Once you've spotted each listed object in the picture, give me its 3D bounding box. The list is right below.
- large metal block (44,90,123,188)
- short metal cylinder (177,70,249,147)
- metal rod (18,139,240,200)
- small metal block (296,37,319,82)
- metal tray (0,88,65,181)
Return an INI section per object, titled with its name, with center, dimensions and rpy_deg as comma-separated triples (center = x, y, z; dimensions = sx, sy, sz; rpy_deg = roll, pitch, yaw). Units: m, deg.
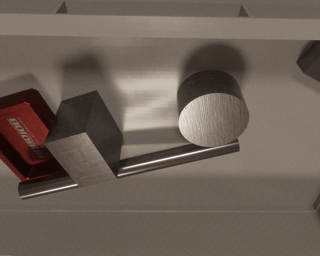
[large metal block]
center = -0.089, 0.013, 0.383
dimensions = 0.050, 0.080, 0.080
rpy_deg = -15, 129, 12
[short metal cylinder]
center = 0.062, -0.023, 0.374
dimensions = 0.081, 0.050, 0.079
rpy_deg = 0, 130, 0
[metal rod]
center = -0.041, 0.053, 0.427
dimensions = 0.302, 0.025, 0.025
rpy_deg = -13, 130, -1
[small metal block]
center = 0.194, -0.077, 0.347
dimensions = 0.050, 0.025, 0.050
rpy_deg = 22, 127, -18
[metal tray]
center = -0.176, 0.016, 0.416
dimensions = 0.090, 0.030, 0.129
rpy_deg = -14, 129, 11
